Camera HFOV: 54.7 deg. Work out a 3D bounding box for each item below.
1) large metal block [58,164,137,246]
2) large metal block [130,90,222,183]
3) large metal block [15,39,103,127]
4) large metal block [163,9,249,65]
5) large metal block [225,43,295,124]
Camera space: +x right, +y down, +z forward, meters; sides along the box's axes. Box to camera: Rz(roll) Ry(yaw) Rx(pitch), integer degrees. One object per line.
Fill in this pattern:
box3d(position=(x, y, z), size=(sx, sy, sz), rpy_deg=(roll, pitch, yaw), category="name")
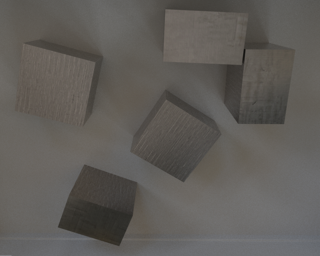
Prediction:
box3d(position=(-0.080, 0.101, 0.418), size=(0.080, 0.080, 0.050), rpy_deg=(20, 109, -8), category="large metal block")
box3d(position=(0.019, 0.010, 0.402), size=(0.080, 0.050, 0.080), rpy_deg=(31, 107, -11), category="large metal block")
box3d(position=(-0.121, -0.055, 0.376), size=(0.080, 0.050, 0.079), rpy_deg=(14, 110, -5), category="large metal block")
box3d(position=(0.044, -0.103, 0.344), size=(0.081, 0.080, 0.050), rpy_deg=(2, 110, -1), category="large metal block")
box3d(position=(0.111, -0.055, 0.362), size=(0.050, 0.080, 0.079), rpy_deg=(0, 110, 0), category="large metal block")
